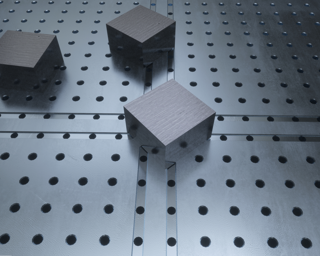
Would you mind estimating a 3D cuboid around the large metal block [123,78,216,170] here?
[{"bbox_3d":[0.012,-0.007,0.398,0.080,0.050,0.080,-33,57,-24],"label":"large metal block"}]

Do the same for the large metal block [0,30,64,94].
[{"bbox_3d":[-0.207,-0.103,0.477,0.080,0.050,0.080,8,50,6],"label":"large metal block"}]

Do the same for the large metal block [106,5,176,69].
[{"bbox_3d":[-0.031,-0.156,0.522,0.080,0.050,0.080,34,58,25],"label":"large metal block"}]
